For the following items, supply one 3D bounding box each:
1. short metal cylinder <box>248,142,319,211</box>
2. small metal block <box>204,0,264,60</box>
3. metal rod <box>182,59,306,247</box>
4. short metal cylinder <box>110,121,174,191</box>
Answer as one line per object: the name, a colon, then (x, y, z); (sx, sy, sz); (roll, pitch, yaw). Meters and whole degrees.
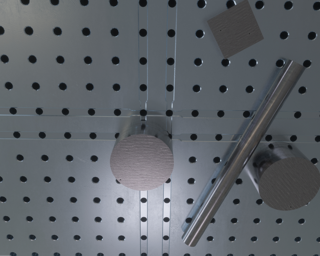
short metal cylinder: (0.168, 0.065, 0.426); (0.081, 0.050, 0.079); (0, 110, 0)
small metal block: (0.088, -0.118, 0.371); (0.050, 0.025, 0.050); (-27, 108, 9)
metal rod: (0.107, 0.047, 0.431); (0.025, 0.025, 0.298); (23, 108, -9)
short metal cylinder: (-0.023, 0.036, 0.413); (0.081, 0.050, 0.079); (0, 110, 0)
